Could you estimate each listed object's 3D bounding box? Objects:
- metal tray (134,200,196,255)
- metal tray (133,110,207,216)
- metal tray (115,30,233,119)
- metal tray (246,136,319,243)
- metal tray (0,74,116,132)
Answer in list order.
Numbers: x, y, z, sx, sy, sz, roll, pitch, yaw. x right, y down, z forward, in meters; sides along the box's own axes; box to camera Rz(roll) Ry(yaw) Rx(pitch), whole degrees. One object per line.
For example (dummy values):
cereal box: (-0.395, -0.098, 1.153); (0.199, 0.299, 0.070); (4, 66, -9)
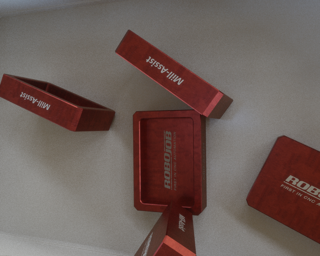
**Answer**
metal tray: (-0.002, 0.133, 0.315); (0.030, 0.130, 0.090); (33, 93, 3)
metal tray: (0.013, 0.042, 0.403); (0.090, 0.030, 0.129); (-1, 90, 20)
metal tray: (0.020, -0.061, 0.368); (0.130, 0.090, 0.030); (38, 102, 16)
metal tray: (0.176, 0.075, 0.346); (0.130, 0.030, 0.090); (27, 99, 18)
metal tray: (-0.139, -0.034, 0.424); (0.130, 0.090, 0.030); (23, 98, 18)
